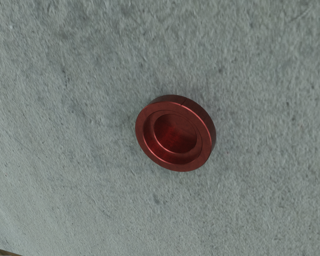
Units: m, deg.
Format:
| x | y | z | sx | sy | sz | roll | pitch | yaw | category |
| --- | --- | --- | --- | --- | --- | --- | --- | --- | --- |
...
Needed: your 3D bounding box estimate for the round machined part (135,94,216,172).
| x | y | z | sx | sy | sz | roll | pitch | yaw | category |
| --- | --- | --- | --- | --- | --- | --- | --- | --- | --- |
| 0.022 | 0.003 | 0.385 | 0.098 | 0.042 | 0.097 | 13 | 124 | 20 | round machined part |
